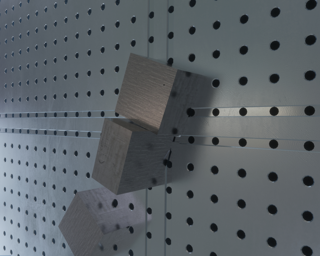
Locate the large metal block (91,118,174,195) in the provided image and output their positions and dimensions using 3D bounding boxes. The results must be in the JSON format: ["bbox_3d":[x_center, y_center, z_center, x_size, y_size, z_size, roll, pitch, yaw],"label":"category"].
[{"bbox_3d":[-0.033,0.033,0.402,0.050,0.081,0.080,24,105,37],"label":"large metal block"}]

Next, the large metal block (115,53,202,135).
[{"bbox_3d":[-0.004,-0.044,0.398,0.080,0.050,0.080,28,107,36],"label":"large metal block"}]

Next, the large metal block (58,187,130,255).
[{"bbox_3d":[-0.104,0.152,0.481,0.080,0.050,0.080,47,118,30],"label":"large metal block"}]
